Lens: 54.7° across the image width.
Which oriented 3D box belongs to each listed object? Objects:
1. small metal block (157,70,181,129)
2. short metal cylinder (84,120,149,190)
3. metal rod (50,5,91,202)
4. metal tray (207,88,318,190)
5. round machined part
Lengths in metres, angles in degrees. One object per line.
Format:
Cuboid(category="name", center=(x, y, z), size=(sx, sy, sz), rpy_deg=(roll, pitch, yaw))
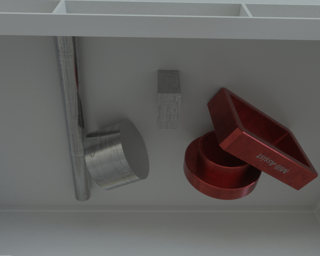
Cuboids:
Cuboid(category="small metal block", center=(0.010, -0.034, 0.364), size=(0.025, 0.050, 0.050), rpy_deg=(1, 130, -1))
Cuboid(category="short metal cylinder", center=(-0.054, 0.035, 0.402), size=(0.050, 0.080, 0.080), rpy_deg=(-20, 128, 15))
Cuboid(category="metal rod", center=(-0.110, -0.005, 0.403), size=(0.025, 0.025, 0.298), rpy_deg=(4, 130, -4))
Cuboid(category="metal tray", center=(0.123, 0.013, 0.377), size=(0.131, 0.090, 0.030), rpy_deg=(28, 121, -22))
Cuboid(category="round machined part", center=(0.081, 0.039, 0.396), size=(0.099, 0.098, 0.042), rpy_deg=(2, 130, -2))
